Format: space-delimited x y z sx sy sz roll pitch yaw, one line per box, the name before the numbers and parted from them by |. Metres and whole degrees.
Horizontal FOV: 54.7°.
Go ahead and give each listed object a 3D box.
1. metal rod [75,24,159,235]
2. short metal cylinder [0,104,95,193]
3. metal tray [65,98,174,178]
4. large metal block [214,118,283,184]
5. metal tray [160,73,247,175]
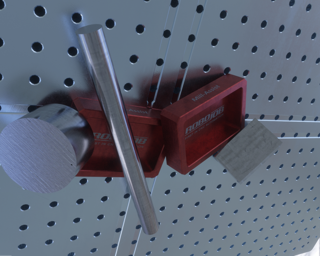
metal rod | -0.039 0.028 0.368 0.025 0.025 0.298 -23 127 -15
short metal cylinder | -0.115 0.020 0.321 0.080 0.050 0.079 3 110 8
metal tray | -0.051 0.017 0.390 0.131 0.030 0.089 7 115 -32
large metal block | 0.132 0.038 0.468 0.080 0.050 0.080 -44 160 2
metal tray | 0.063 -0.008 0.413 0.131 0.030 0.089 -31 131 -30
